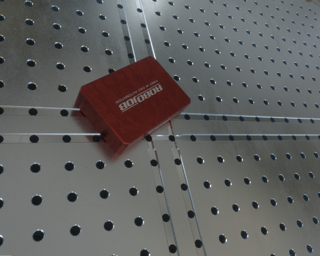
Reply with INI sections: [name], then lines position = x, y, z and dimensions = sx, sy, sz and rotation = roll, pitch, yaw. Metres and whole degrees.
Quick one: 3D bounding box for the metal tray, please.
[metal tray]
position = -0.031, -0.035, 0.409
dimensions = 0.131, 0.030, 0.090
rotation = -35, 81, -38
